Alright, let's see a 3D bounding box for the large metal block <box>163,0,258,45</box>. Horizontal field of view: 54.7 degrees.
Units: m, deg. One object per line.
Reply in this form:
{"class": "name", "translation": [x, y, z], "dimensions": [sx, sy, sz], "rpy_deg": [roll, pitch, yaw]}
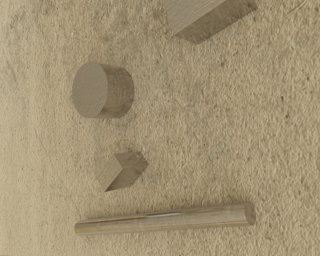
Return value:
{"class": "large metal block", "translation": [0.050, -0.153, 0.346], "dimensions": [0.080, 0.050, 0.080], "rpy_deg": [-25, 75, 37]}

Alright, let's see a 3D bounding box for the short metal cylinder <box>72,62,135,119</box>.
{"class": "short metal cylinder", "translation": [-0.084, -0.054, 0.456], "dimensions": [0.080, 0.050, 0.079], "rpy_deg": [0, 90, 39]}

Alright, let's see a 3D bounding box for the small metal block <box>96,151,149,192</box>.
{"class": "small metal block", "translation": [-0.052, 0.060, 0.429], "dimensions": [0.050, 0.050, 0.025], "rpy_deg": [-52, 60, 27]}

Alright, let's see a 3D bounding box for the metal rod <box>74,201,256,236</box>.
{"class": "metal rod", "translation": [-0.017, 0.127, 0.417], "dimensions": [0.300, 0.025, 0.025], "rpy_deg": [-18, 79, 38]}
